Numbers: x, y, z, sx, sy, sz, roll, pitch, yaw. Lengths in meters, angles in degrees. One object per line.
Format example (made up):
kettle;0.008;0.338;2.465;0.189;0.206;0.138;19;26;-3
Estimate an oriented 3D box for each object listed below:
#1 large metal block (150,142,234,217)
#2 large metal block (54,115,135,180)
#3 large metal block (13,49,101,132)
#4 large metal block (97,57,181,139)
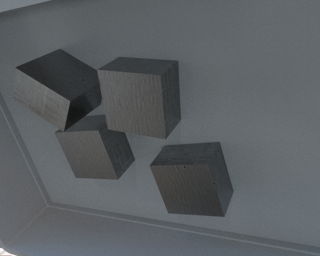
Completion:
large metal block;0.044;0.068;0.410;0.080;0.050;0.080;-6;116;30
large metal block;-0.094;0.028;0.457;0.080;0.050;0.080;-3;117;29
large metal block;-0.129;-0.052;0.406;0.080;0.080;0.050;31;128;8
large metal block;-0.022;-0.039;0.379;0.080;0.050;0.079;9;122;23
